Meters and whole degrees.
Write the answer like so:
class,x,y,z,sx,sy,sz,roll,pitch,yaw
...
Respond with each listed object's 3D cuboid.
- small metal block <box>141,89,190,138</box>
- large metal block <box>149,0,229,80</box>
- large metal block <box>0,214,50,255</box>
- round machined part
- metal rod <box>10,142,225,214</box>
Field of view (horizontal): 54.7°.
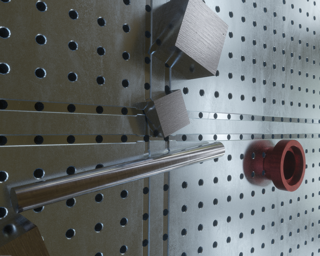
class,x,y,z,sx,sy,sz,roll,pitch,yaw
small metal block,0.009,-0.020,0.417,0.050,0.025,0.050,-28,108,-37
large metal block,0.042,-0.123,0.428,0.080,0.050,0.080,27,73,-37
large metal block,-0.141,0.137,0.275,0.081,0.050,0.080,-27,107,-37
round machined part,0.238,0.071,0.598,0.099,0.042,0.097,0,90,-40
metal rod,-0.023,0.051,0.389,0.302,0.025,0.025,-9,96,-40
